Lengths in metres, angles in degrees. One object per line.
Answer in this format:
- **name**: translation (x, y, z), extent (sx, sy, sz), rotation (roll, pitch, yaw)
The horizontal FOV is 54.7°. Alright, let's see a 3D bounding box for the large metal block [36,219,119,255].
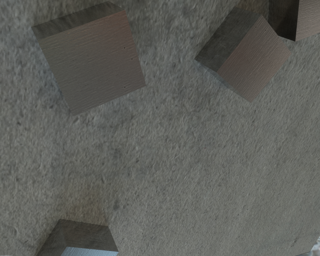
- **large metal block**: translation (-0.120, 0.182, 0.439), extent (0.080, 0.050, 0.080), rotation (24, 105, -37)

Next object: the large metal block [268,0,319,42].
- **large metal block**: translation (0.188, -0.166, 0.393), extent (0.081, 0.050, 0.080), rotation (-22, 127, -15)

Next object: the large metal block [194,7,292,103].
- **large metal block**: translation (0.106, -0.091, 0.394), extent (0.080, 0.050, 0.080), rotation (30, 101, -38)

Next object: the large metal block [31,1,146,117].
- **large metal block**: translation (-0.069, -0.070, 0.310), extent (0.081, 0.050, 0.080), rotation (-25, 128, -13)
